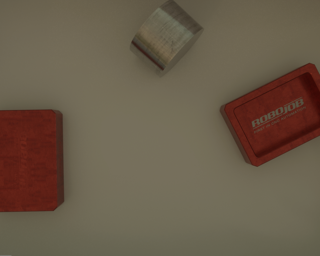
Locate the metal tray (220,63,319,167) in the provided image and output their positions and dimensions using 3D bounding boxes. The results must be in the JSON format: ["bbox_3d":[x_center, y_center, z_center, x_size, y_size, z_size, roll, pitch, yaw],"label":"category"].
[{"bbox_3d":[0.158,-0.017,0.410,0.131,0.030,0.090,-27,90,-1],"label":"metal tray"}]

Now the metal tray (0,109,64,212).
[{"bbox_3d":[-0.177,0.042,0.407,0.091,0.030,0.129,-1,90,-1],"label":"metal tray"}]

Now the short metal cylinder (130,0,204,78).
[{"bbox_3d":[0.008,-0.109,0.384,0.050,0.080,0.080,43,90,0],"label":"short metal cylinder"}]
